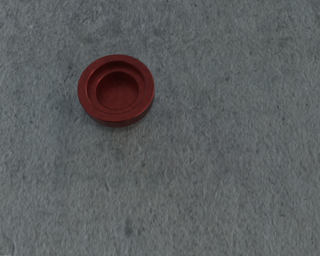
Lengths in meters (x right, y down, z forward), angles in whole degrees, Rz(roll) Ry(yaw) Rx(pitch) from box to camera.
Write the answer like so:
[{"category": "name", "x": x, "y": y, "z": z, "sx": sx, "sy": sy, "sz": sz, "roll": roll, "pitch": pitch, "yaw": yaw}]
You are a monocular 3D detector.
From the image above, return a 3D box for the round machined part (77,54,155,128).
[{"category": "round machined part", "x": -0.056, "y": -0.046, "z": 0.415, "sx": 0.099, "sy": 0.042, "sz": 0.098, "roll": 0, "pitch": 70, "yaw": -1}]
